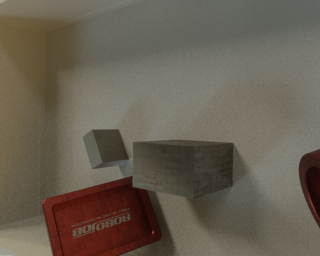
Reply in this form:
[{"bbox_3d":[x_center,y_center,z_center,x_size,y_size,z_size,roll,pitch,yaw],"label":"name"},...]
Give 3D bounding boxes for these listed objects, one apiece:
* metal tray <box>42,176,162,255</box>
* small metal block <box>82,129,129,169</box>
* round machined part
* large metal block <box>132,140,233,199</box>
[{"bbox_3d":[-0.073,0.120,0.395,0.030,0.131,0.090,-51,55,58],"label":"metal tray"},{"bbox_3d":[-0.079,0.030,0.453,0.025,0.050,0.050,-33,70,35],"label":"small metal block"},{"bbox_3d":[0.156,0.059,0.243,0.042,0.098,0.098,-20,74,1],"label":"round machined part"},{"bbox_3d":[0.027,0.041,0.348,0.080,0.081,0.050,2,91,39],"label":"large metal block"}]
